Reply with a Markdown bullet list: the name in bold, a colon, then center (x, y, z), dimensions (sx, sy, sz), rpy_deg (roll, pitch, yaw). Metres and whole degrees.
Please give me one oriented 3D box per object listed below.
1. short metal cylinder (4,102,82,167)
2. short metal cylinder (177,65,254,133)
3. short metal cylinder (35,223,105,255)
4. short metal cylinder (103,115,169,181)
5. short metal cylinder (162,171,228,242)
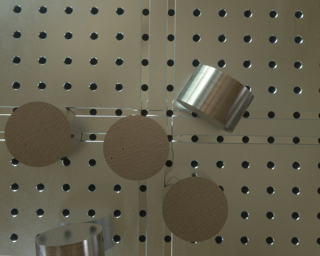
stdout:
- **short metal cylinder**: center (-0.148, 0.008, 0.400), dimensions (0.081, 0.050, 0.079), rpy_deg (0, 90, 0)
- **short metal cylinder**: center (0.068, -0.036, 0.386), dimensions (0.080, 0.080, 0.050), rpy_deg (32, 90, 0)
- **short metal cylinder**: center (-0.110, 0.156, 0.385), dimensions (0.081, 0.080, 0.050), rpy_deg (-5, 90, 0)
- **short metal cylinder**: center (-0.029, 0.024, 0.400), dimensions (0.081, 0.050, 0.079), rpy_deg (0, 90, 0)
- **short metal cylinder**: center (0.043, 0.099, 0.401), dimensions (0.081, 0.050, 0.079), rpy_deg (0, 90, 0)
